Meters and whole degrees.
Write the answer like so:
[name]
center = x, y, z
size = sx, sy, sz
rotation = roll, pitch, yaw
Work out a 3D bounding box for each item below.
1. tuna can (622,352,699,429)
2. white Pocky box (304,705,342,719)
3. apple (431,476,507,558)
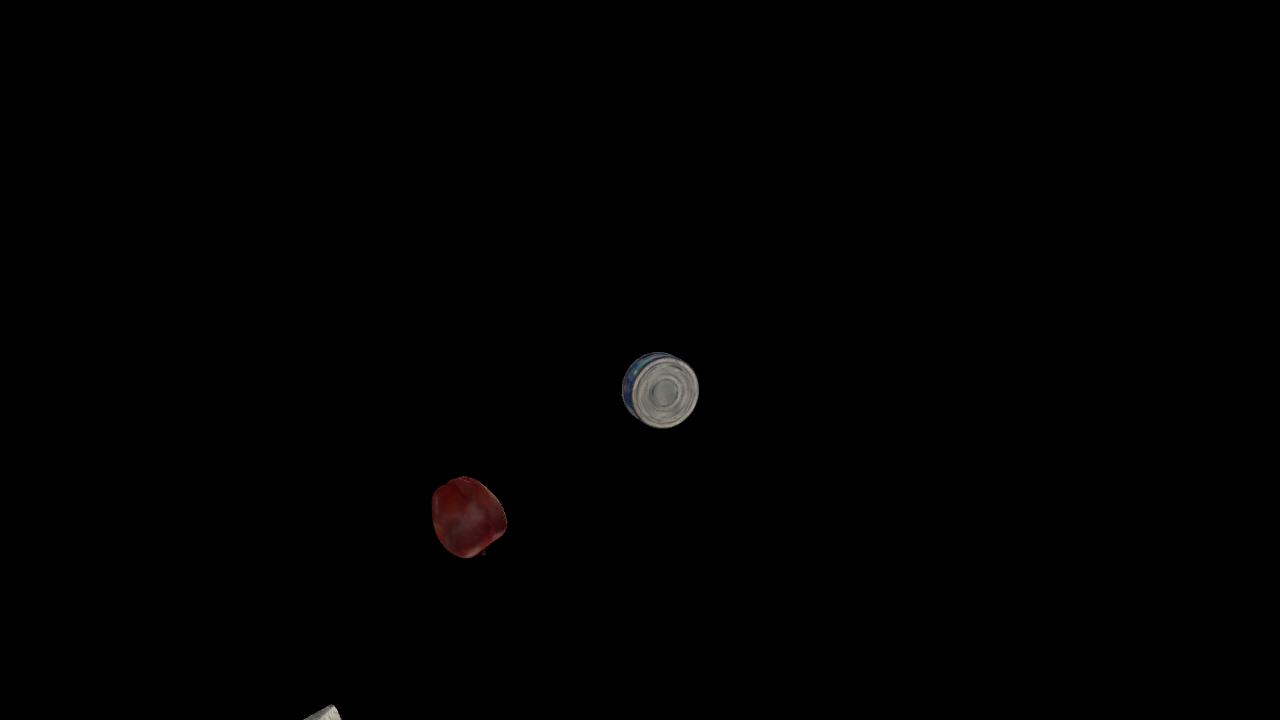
[tuna can]
center = 0.024, 0.034, 0.695
size = 0.084, 0.084, 0.034
rotation = 0, 9, -19
[white Pocky box]
center = -0.308, 0.317, 0.451
size = 0.154, 0.028, 0.084
rotation = -26, -7, -11
[apple]
center = -0.199, 0.181, 0.706
size = 0.079, 0.093, 0.079
rotation = -32, -5, -3
